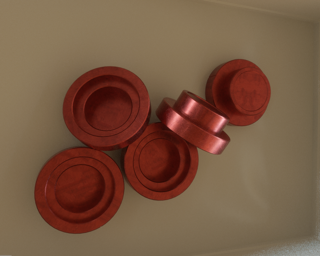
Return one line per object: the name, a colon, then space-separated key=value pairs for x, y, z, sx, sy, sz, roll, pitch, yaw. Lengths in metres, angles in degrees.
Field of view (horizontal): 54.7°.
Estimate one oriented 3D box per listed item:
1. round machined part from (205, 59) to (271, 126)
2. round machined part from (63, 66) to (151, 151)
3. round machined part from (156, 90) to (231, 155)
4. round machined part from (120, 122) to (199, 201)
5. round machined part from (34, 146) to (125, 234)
round machined part: x=0.119 y=-0.051 z=0.447 sx=0.099 sy=0.042 sz=0.097 roll=0 pitch=90 yaw=-21
round machined part: x=-0.059 y=-0.020 z=0.366 sx=0.099 sy=0.042 sz=0.098 roll=-1 pitch=71 yaw=4
round machined part: x=0.047 y=-0.012 z=0.386 sx=0.098 sy=0.098 sz=0.042 roll=27 pitch=105 yaw=-18
round machined part: x=-0.003 y=0.041 z=0.401 sx=0.099 sy=0.042 sz=0.097 roll=0 pitch=90 yaw=-21
round machined part: x=-0.095 y=0.070 z=0.367 sx=0.099 sy=0.042 sz=0.097 roll=0 pitch=90 yaw=-21
